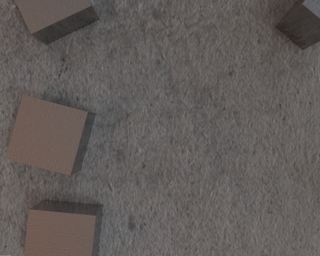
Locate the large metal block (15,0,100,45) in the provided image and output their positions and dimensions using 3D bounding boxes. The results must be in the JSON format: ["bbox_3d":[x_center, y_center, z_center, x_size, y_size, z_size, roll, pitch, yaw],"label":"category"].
[{"bbox_3d":[-0.136,-0.166,0.396,0.080,0.050,0.080,-26,90,-1],"label":"large metal block"}]

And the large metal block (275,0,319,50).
[{"bbox_3d":[0.203,-0.153,0.385,0.050,0.080,0.080,40,90,-1],"label":"large metal block"}]

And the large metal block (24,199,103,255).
[{"bbox_3d":[-0.121,0.141,0.396,0.081,0.050,0.079,6,90,-1],"label":"large metal block"}]

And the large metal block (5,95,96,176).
[{"bbox_3d":[-0.136,0.008,0.396,0.080,0.050,0.080,15,90,-1],"label":"large metal block"}]
